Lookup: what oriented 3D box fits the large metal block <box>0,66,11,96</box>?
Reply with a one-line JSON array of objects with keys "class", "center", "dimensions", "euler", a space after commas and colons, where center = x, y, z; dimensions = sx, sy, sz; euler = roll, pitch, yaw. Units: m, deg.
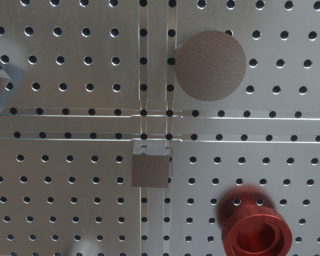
[{"class": "large metal block", "center": [-0.239, -0.047, 0.357], "dimensions": [0.050, 0.080, 0.080], "euler": [45, 106, 16]}]

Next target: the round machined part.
[{"class": "round machined part", "center": [0.141, 0.158, 0.464], "dimensions": [0.099, 0.042, 0.097], "euler": [0, 110, 0]}]

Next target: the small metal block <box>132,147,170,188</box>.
[{"class": "small metal block", "center": [-0.013, 0.055, 0.433], "dimensions": [0.050, 0.025, 0.050], "euler": [3, 110, -1]}]

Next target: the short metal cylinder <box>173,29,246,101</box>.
[{"class": "short metal cylinder", "center": [0.057, -0.077, 0.372], "dimensions": [0.081, 0.050, 0.079], "euler": [0, 110, 0]}]
